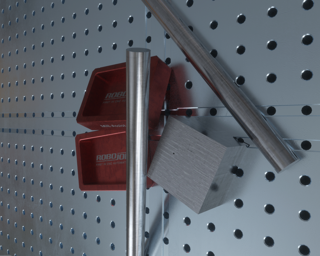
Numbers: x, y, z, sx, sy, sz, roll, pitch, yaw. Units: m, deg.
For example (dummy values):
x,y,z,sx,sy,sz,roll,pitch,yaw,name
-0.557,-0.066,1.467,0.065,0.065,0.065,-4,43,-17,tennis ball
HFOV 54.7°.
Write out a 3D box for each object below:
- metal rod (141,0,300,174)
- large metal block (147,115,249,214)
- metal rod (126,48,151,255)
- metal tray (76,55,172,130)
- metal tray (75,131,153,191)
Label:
x,y,z,sx,sy,sz,roll,pitch,yaw,name
0.052,-0.077,0.364,0.025,0.025,0.299,-47,62,29,metal rod
0.041,0.038,0.358,0.080,0.050,0.079,31,109,35,large metal block
-0.029,0.056,0.376,0.025,0.025,0.298,23,121,37,metal rod
-0.053,-0.044,0.426,0.130,0.030,0.090,-1,67,39,metal tray
-0.073,0.047,0.463,0.130,0.030,0.089,-10,84,39,metal tray
